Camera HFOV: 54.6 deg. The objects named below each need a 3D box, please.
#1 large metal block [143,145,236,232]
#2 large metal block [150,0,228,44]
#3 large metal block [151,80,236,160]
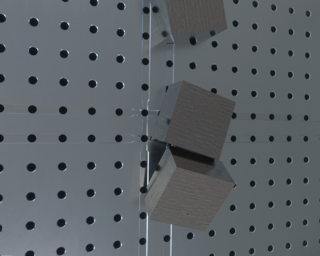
[{"bbox_3d":[0.034,0.077,0.395,0.080,0.050,0.080,18,112,-19],"label":"large metal block"},{"bbox_3d":[0.036,-0.161,0.412,0.081,0.050,0.080,-12,94,-20],"label":"large metal block"},{"bbox_3d":[0.044,-0.009,0.415,0.080,0.050,0.080,20,83,-19],"label":"large metal block"}]
